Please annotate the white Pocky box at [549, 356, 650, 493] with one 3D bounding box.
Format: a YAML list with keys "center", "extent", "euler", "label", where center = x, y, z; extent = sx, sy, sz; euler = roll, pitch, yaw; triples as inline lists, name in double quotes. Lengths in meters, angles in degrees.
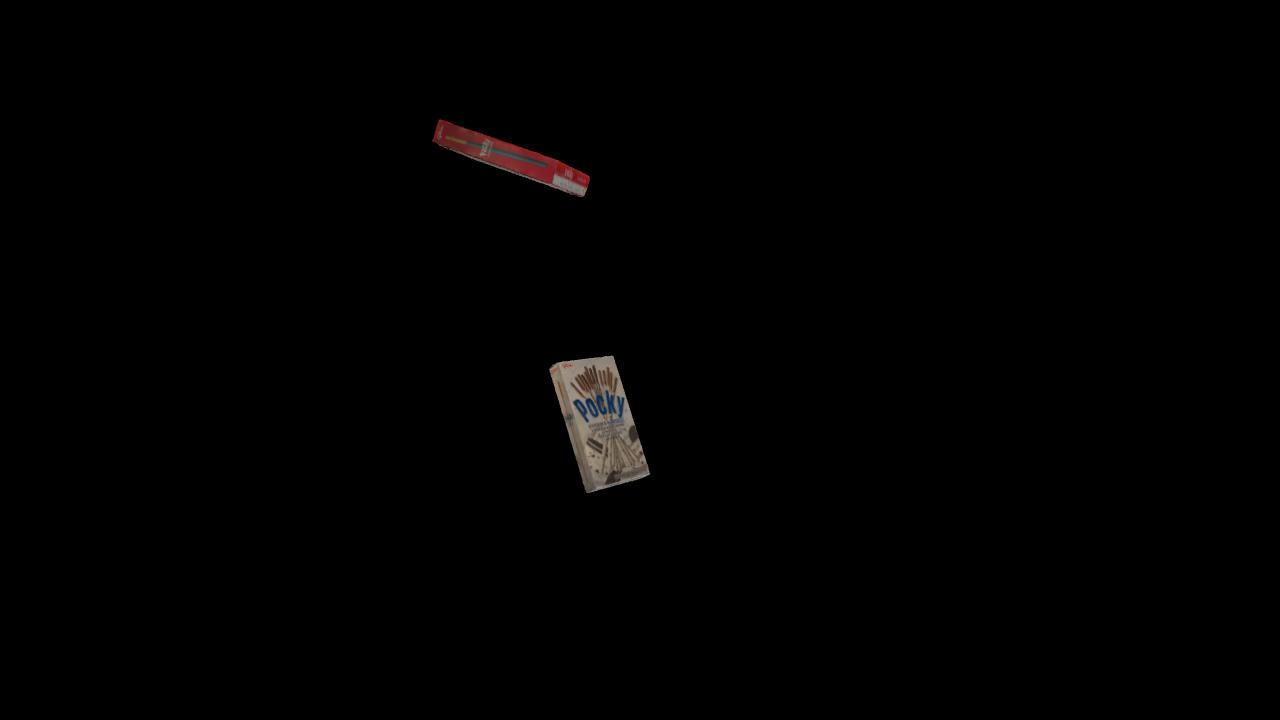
- center: [-0.047, 0.073, 0.727]
  extent: [0.084, 0.154, 0.028]
  euler: [-7, -17, -39]
  label: "white Pocky box"

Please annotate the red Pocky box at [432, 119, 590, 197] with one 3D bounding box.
- center: [-0.139, -0.220, 0.673]
  extent: [0.155, 0.028, 0.083]
  euler: [23, 12, 16]
  label: "red Pocky box"
